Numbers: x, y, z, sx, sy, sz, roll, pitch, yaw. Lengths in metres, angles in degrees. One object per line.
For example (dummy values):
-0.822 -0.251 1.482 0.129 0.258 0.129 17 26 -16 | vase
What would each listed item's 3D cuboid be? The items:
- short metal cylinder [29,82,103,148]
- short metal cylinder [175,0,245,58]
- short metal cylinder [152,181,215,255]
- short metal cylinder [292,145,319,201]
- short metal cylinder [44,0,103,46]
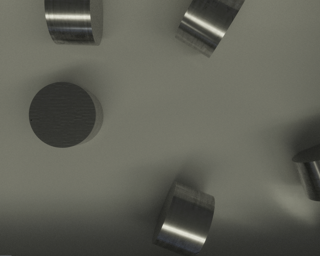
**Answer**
-0.118 -0.016 0.398 0.081 0.050 0.080 0 90 0 | short metal cylinder
0.061 -0.135 0.384 0.050 0.080 0.080 31 90 0 | short metal cylinder
0.028 0.113 0.384 0.050 0.080 0.080 22 90 0 | short metal cylinder
0.214 0.051 0.385 0.080 0.080 0.050 -21 90 0 | short metal cylinder
-0.103 -0.143 0.383 0.050 0.080 0.080 2 90 0 | short metal cylinder
